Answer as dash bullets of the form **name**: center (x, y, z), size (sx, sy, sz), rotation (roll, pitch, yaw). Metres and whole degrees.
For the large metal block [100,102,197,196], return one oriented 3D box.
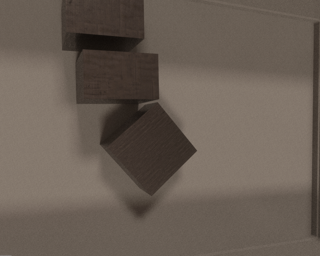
- **large metal block**: center (-0.015, 0.025, 0.393), size (0.080, 0.050, 0.080), rotation (-43, 104, -15)

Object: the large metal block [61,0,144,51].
- **large metal block**: center (-0.069, -0.121, 0.356), size (0.081, 0.080, 0.050), rotation (-1, 91, -20)

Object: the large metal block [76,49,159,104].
- **large metal block**: center (-0.053, -0.056, 0.362), size (0.081, 0.080, 0.050), rotation (-2, 91, -20)
